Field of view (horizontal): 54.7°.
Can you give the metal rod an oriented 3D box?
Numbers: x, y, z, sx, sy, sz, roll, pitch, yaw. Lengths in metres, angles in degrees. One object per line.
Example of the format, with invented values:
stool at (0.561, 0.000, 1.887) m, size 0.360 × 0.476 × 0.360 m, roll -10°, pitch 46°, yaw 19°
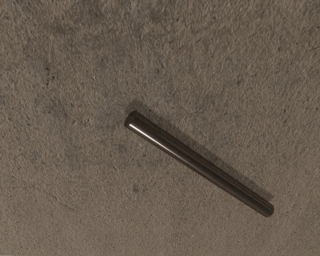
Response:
metal rod at (0.073, 0.064, 0.463) m, size 0.301 × 0.025 × 0.025 m, roll 34°, pitch 122°, yaw -26°
